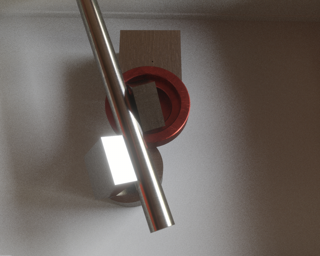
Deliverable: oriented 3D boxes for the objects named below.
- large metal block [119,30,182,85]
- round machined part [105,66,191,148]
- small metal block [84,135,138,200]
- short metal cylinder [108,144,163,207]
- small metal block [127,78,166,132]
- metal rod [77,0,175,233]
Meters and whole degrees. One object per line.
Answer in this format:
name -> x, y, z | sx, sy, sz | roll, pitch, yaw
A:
large metal block -> -0.013, -0.085, 0.424 | 0.081, 0.050, 0.080 | 0, 70, -1
round machined part -> -0.014, -0.022, 0.376 | 0.099, 0.042, 0.098 | 0, 70, -1
small metal block -> -0.053, 0.042, 0.324 | 0.025, 0.050, 0.050 | -5, 65, -38
short metal cylinder -> -0.037, 0.053, 0.376 | 0.081, 0.050, 0.080 | 0, 70, 0
small metal block -> -0.017, -0.028, 0.354 | 0.025, 0.050, 0.050 | -16, 106, -10
metal rod -> -0.046, -0.036, 0.346 | 0.025, 0.025, 0.299 | -18, 71, -7
